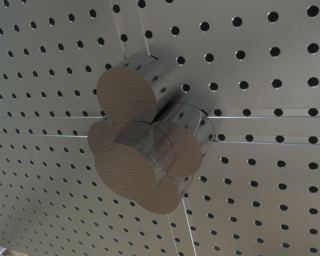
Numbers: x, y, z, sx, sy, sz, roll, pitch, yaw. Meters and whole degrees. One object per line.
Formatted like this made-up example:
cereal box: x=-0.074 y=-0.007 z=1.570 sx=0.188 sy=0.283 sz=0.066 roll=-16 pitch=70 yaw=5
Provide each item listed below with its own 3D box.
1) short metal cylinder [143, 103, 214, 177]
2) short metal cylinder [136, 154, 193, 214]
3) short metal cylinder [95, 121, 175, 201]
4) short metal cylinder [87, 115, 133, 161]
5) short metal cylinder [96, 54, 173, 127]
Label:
short metal cylinder: x=0.023 y=0.015 z=0.392 sx=0.080 sy=0.050 sz=0.079 roll=13 pitch=124 yaw=21
short metal cylinder: x=0.000 y=0.075 z=0.441 sx=0.080 sy=0.050 sz=0.079 roll=12 pitch=122 yaw=21
short metal cylinder: x=-0.029 y=0.039 z=0.369 sx=0.080 sy=0.050 sz=0.079 roll=13 pitch=124 yaw=21
short metal cylinder: x=-0.053 y=0.014 z=0.432 sx=0.080 sy=0.050 sz=0.079 roll=13 pitch=124 yaw=21
short metal cylinder: x=-0.030 y=-0.045 z=0.383 sx=0.080 sy=0.050 sz=0.079 roll=13 pitch=124 yaw=20
